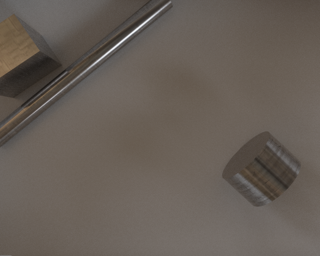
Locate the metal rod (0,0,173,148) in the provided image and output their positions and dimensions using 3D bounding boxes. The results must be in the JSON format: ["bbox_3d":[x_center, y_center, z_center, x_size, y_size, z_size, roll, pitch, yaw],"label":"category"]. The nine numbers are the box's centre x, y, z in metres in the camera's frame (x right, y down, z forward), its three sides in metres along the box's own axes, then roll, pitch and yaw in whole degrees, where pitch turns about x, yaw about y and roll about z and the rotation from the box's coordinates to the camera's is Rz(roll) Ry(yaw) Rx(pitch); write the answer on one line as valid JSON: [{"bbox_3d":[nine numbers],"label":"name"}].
[{"bbox_3d":[-0.107,-0.076,0.409,0.300,0.025,0.025,-39,91,-1],"label":"metal rod"}]

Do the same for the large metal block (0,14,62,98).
[{"bbox_3d":[-0.180,-0.084,0.381,0.080,0.080,0.050,-34,90,0],"label":"large metal block"}]

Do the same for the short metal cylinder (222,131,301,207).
[{"bbox_3d":[0.124,0.050,0.386,0.050,0.080,0.080,43,90,-1],"label":"short metal cylinder"}]
